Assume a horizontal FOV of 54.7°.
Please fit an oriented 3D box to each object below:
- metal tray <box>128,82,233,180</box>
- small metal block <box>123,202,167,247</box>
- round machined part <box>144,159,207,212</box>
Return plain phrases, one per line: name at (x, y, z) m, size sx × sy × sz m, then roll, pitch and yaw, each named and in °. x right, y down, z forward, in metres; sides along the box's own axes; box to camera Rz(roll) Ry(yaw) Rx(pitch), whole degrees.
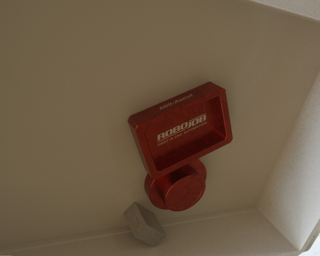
metal tray at (0.032, 0.003, 0.420) m, size 0.131 × 0.030 × 0.089 m, roll -25°, pitch 122°, yaw -14°
small metal block at (-0.023, 0.147, 0.473) m, size 0.025 × 0.050 × 0.050 m, roll -45°, pitch 130°, yaw 3°
round machined part at (0.030, 0.087, 0.470) m, size 0.099 × 0.042 × 0.097 m, roll -14°, pitch 125°, yaw -21°
